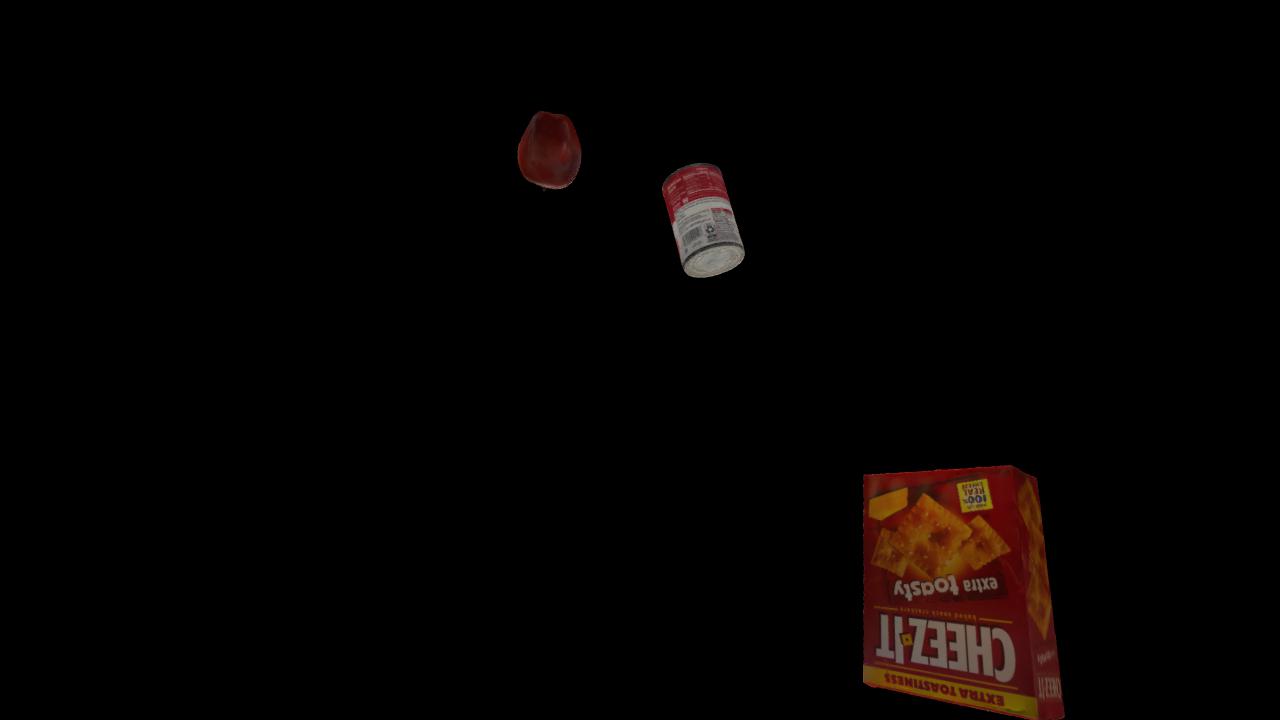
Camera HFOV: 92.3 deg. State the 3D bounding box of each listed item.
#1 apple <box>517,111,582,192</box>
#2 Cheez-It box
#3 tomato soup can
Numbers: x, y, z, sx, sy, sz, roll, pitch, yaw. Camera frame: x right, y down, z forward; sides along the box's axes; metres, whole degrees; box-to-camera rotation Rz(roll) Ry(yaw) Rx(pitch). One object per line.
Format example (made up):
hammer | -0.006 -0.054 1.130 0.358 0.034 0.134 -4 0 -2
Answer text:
apple | -0.110 -0.254 0.756 0.079 0.093 0.079 9 19 -3
Cheez-It box | 0.317 0.227 0.631 0.071 0.223 0.166 22 -24 -34
tomato soup can | 0.067 -0.146 0.649 0.068 0.101 0.068 -12 -20 -4
